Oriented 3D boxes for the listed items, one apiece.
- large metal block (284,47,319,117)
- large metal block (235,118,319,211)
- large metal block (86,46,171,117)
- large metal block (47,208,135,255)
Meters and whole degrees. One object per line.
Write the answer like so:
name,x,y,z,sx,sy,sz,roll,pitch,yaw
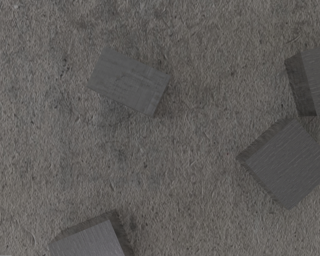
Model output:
large metal block,0.219,-0.063,0.399,0.080,0.050,0.080,-15,90,0
large metal block,0.159,0.044,0.399,0.080,0.050,0.080,-42,90,0
large metal block,-0.035,-0.052,0.382,0.080,0.080,0.050,24,90,0
large metal block,-0.082,0.162,0.397,0.080,0.050,0.080,-23,90,0
